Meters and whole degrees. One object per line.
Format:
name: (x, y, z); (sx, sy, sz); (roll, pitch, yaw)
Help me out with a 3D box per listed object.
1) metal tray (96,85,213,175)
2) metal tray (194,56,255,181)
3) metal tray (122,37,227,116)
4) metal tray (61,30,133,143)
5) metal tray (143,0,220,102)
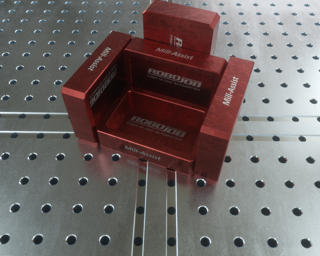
metal tray: (-0.005, -0.002, 0.405); (0.130, 0.030, 0.090); (17, 52, 14)
metal tray: (0.078, -0.013, 0.376); (0.030, 0.090, 0.130); (17, 52, 14)
metal tray: (0.018, -0.064, 0.419); (0.130, 0.090, 0.030); (17, 53, 13)
metal tray: (-0.073, -0.056, 0.412); (0.030, 0.090, 0.130); (17, 52, 14)
metal tray: (0.026, -0.100, 0.423); (0.090, 0.129, 0.030); (18, 53, 14)
